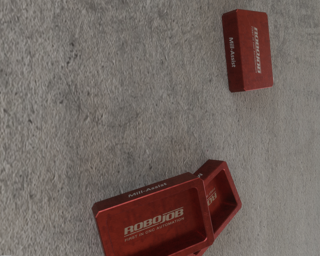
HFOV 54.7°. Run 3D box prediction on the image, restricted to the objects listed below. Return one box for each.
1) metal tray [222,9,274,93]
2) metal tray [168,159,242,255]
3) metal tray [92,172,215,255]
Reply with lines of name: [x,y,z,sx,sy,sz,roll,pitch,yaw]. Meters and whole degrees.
metal tray: [0.151,-0.130,0.527,0.091,0.030,0.129,-12,98,-39]
metal tray: [0.062,0.117,0.452,0.131,0.030,0.090,-37,113,-34]
metal tray: [-0.005,0.115,0.368,0.131,0.030,0.089,-15,101,-18]
